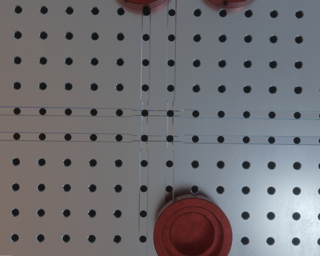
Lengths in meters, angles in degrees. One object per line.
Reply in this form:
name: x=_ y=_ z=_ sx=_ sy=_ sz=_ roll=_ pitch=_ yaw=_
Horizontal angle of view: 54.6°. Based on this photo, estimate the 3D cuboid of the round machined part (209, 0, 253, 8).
round machined part: x=0.098 y=-0.214 z=0.405 sx=0.099 sy=0.042 sz=0.097 roll=0 pitch=90 yaw=0

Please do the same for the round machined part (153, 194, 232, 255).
round machined part: x=0.041 y=0.135 z=0.405 sx=0.099 sy=0.042 sz=0.097 roll=0 pitch=90 yaw=0

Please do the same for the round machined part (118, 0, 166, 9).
round machined part: x=-0.025 y=-0.211 z=0.405 sx=0.099 sy=0.042 sz=0.097 roll=0 pitch=90 yaw=0
